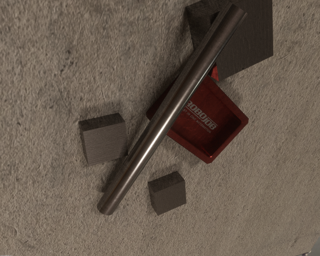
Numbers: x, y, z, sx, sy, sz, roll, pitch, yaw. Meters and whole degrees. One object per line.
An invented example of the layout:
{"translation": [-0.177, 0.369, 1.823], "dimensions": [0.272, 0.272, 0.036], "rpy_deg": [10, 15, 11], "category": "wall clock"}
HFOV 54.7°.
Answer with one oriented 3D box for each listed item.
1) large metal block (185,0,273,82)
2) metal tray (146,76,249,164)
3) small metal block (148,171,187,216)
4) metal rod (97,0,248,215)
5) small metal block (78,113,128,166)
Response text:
{"translation": [0.085, -0.114, 0.368], "dimensions": [0.080, 0.050, 0.080], "rpy_deg": [-27, 128, -12], "category": "large metal block"}
{"translation": [0.056, -0.014, 0.427], "dimensions": [0.090, 0.030, 0.130], "rpy_deg": [-49, 129, 6], "category": "metal tray"}
{"translation": [0.012, 0.100, 0.477], "dimensions": [0.050, 0.025, 0.050], "rpy_deg": [-19, 126, -18], "category": "small metal block"}
{"translation": [0.001, -0.005, 0.364], "dimensions": [0.025, 0.025, 0.298], "rpy_deg": [16, 119, -35], "category": "metal rod"}
{"translation": [-0.069, 0.014, 0.379], "dimensions": [0.050, 0.025, 0.050], "rpy_deg": [-14, 125, -21], "category": "small metal block"}
